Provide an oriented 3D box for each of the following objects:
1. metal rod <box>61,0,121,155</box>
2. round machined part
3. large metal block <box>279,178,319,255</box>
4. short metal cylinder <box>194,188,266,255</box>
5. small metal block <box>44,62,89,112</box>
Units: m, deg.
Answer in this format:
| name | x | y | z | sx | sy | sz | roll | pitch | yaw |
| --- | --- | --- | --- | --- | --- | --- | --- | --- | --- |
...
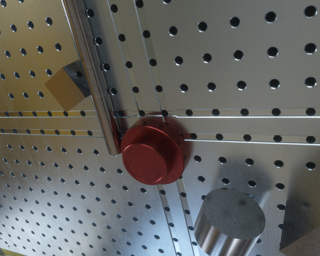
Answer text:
| name | x | y | z | sx | sy | sz | roll | pitch | yaw |
| --- | --- | --- | --- | --- | --- | --- | --- | --- | --- |
| metal rod | -0.093 | -0.097 | 0.398 | 0.025 | 0.025 | 0.298 | 2 | 120 | 27 |
| round machined part | -0.013 | 0.040 | 0.430 | 0.098 | 0.042 | 0.097 | 13 | 124 | 20 |
| large metal block | 0.184 | 0.104 | 0.343 | 0.050 | 0.080 | 0.079 | 36 | 129 | 4 |
| short metal cylinder | 0.090 | 0.126 | 0.405 | 0.080 | 0.080 | 0.050 | 22 | 127 | 14 |
| small metal block | -0.128 | -0.058 | 0.441 | 0.050 | 0.025 | 0.050 | -28 | 104 | 37 |
